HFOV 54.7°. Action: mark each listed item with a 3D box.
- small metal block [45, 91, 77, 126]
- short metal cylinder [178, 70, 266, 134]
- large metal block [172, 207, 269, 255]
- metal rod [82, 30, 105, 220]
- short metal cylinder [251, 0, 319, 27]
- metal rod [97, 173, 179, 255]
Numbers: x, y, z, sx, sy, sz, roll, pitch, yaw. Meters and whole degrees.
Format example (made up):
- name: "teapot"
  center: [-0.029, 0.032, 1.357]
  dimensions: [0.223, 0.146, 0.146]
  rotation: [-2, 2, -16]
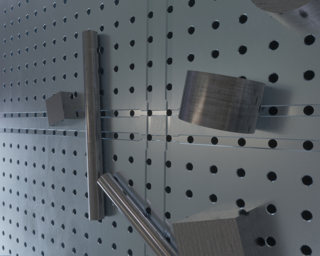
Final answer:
- name: "small metal block"
  center: [-0.178, -0.033, 0.556]
  dimensions: [0.050, 0.025, 0.050]
  rotation: [-19, 78, 38]
- name: "short metal cylinder"
  center: [0.063, -0.028, 0.321]
  dimensions: [0.080, 0.081, 0.050]
  rotation: [17, 101, 38]
- name: "large metal block"
  center: [0.068, 0.136, 0.337]
  dimensions: [0.080, 0.050, 0.080]
  rotation: [-19, 78, 38]
- name: "metal rod"
  center: [-0.107, -0.006, 0.497]
  dimensions: [0.025, 0.025, 0.298]
  rotation: [-4, 87, 40]
- name: "short metal cylinder"
  center: [0.127, -0.141, 0.288]
  dimensions: [0.080, 0.050, 0.079]
  rotation: [0, 90, 40]
- name: "metal rod"
  center: [0.009, 0.165, 0.402]
  dimensions: [0.300, 0.025, 0.025]
  rotation: [42, 116, 31]
